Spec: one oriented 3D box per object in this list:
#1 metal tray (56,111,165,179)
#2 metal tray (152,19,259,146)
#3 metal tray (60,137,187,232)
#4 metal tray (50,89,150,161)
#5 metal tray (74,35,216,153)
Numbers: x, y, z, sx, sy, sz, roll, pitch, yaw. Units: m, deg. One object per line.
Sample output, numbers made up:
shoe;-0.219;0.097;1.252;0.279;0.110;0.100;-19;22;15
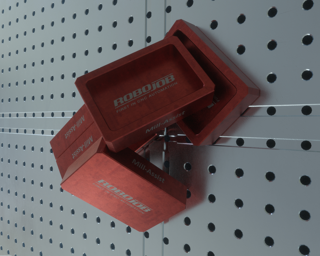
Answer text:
metal tray;-0.067;0.024;0.418;0.130;0.091;0.030;-39;66;32
metal tray;0.041;-0.054;0.369;0.090;0.030;0.130;-51;61;27
metal tray;-0.042;0.073;0.382;0.090;0.130;0.030;-39;25;33
metal tray;-0.080;-0.001;0.430;0.130;0.091;0.030;-39;66;32
metal tray;-0.016;-0.041;0.347;0.131;0.030;0.090;-27;66;-11
